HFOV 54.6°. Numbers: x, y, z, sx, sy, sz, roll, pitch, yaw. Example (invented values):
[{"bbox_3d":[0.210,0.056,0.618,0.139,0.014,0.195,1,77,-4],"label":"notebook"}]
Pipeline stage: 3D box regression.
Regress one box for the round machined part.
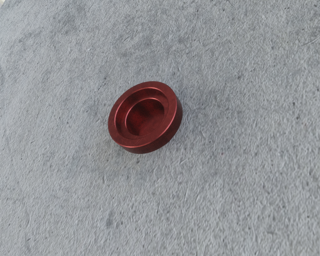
[{"bbox_3d":[-0.016,-0.010,0.408,0.098,0.042,0.098,-13,56,21],"label":"round machined part"}]
